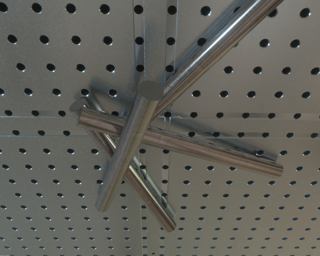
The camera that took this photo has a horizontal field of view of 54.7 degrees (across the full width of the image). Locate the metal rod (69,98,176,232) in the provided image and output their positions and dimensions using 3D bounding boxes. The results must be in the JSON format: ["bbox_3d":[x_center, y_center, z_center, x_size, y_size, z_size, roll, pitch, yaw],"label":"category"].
[{"bbox_3d":[-0.042,0.075,0.474,0.025,0.025,0.299,-19,128,15],"label":"metal rod"}]

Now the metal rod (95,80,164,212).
[{"bbox_3d":[-0.052,0.047,0.406,0.025,0.025,0.298,13,143,-12],"label":"metal rod"}]

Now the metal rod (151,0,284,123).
[{"bbox_3d":[0.078,-0.102,0.325,0.025,0.025,0.299,33,122,-25],"label":"metal rod"}]

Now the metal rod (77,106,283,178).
[{"bbox_3d":[0.041,0.025,0.418,0.302,0.025,0.025,16,128,-20],"label":"metal rod"}]
